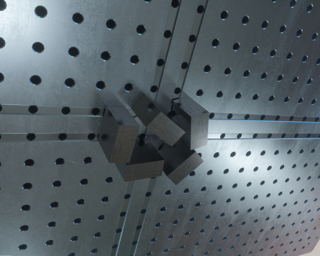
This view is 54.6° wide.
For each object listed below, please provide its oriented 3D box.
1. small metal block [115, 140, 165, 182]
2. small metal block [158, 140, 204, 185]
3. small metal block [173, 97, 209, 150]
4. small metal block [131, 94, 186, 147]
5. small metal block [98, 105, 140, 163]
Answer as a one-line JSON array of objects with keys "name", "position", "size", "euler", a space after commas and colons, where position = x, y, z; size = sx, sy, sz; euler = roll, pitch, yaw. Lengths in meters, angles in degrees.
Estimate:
[{"name": "small metal block", "position": [-0.029, 0.041, 0.404], "size": [0.050, 0.050, 0.025], "euler": [-5, 121, -26]}, {"name": "small metal block", "position": [0.024, 0.043, 0.433], "size": [0.050, 0.050, 0.025], "euler": [-41, 128, -1]}, {"name": "small metal block", "position": [0.040, -0.007, 0.411], "size": [0.025, 0.050, 0.050], "euler": [-15, 124, -20]}, {"name": "small metal block", "position": [-0.002, -0.010, 0.387], "size": [0.025, 0.050, 0.050], "euler": [-47, 130, 6]}, {"name": "small metal block", "position": [-0.051, 0.007, 0.371], "size": [0.025, 0.050, 0.050], "euler": [4, 117, -30]}]
